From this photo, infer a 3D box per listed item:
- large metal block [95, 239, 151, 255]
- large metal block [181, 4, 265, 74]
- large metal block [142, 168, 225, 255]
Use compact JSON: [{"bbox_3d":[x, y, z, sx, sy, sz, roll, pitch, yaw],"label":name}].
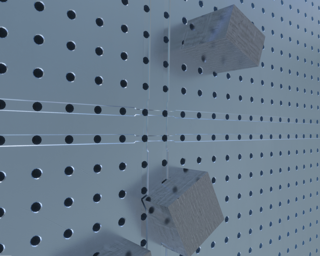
[{"bbox_3d":[-0.050,0.188,0.353,0.081,0.050,0.079,-17,101,-39],"label":"large metal block"},{"bbox_3d":[0.093,-0.125,0.453,0.080,0.080,0.050,26,74,-38],"label":"large metal block"},{"bbox_3d":[0.034,0.112,0.424,0.081,0.050,0.080,-33,111,-35],"label":"large metal block"}]
